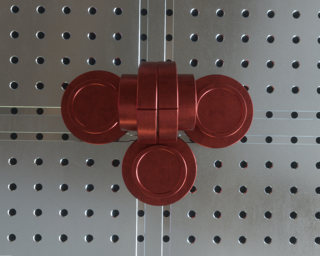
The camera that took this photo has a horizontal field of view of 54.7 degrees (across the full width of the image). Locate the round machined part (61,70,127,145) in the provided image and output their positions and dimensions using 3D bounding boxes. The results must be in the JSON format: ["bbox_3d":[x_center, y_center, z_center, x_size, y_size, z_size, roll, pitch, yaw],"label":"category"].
[{"bbox_3d":[-0.080,-0.027,0.404,0.099,0.042,0.097,0,90,-1],"label":"round machined part"}]

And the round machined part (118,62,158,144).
[{"bbox_3d":[-0.025,-0.030,0.370,0.042,0.098,0.097,1,90,0],"label":"round machined part"}]

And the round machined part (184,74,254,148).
[{"bbox_3d":[0.074,-0.022,0.405,0.099,0.042,0.097,0,90,-1],"label":"round machined part"}]

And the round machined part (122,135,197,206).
[{"bbox_3d":[-0.001,0.054,0.405,0.099,0.042,0.097,0,90,-1],"label":"round machined part"}]

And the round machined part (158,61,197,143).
[{"bbox_3d":[0.019,-0.031,0.372,0.042,0.098,0.097,-1,90,0],"label":"round machined part"}]
